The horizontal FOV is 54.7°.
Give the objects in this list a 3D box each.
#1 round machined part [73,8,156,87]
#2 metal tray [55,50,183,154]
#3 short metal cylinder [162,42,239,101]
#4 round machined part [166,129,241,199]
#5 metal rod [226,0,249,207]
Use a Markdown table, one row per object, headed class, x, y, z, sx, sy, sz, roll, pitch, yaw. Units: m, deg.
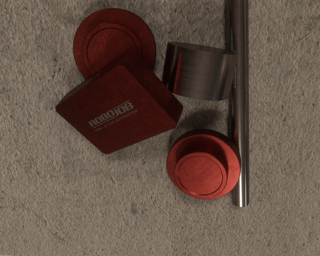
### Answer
| class | x | y | z | sx | sy | sz | roll | pitch | yaw |
| --- | --- | --- | --- | --- | --- | --- | --- | --- | --- |
| round machined part | -0.054 | -0.090 | 0.367 | 0.099 | 0.042 | 0.097 | 0 | 110 | -1 |
| metal tray | -0.050 | -0.022 | 0.359 | 0.130 | 0.030 | 0.090 | -23 | 121 | 40 |
| short metal cylinder | 0.045 | -0.067 | 0.356 | 0.081 | 0.080 | 0.050 | 8 | 110 | -3 |
| round machined part | 0.056 | 0.054 | 0.408 | 0.098 | 0.042 | 0.097 | 6 | 112 | 14 |
| metal rod | 0.102 | -0.031 | 0.399 | 0.025 | 0.025 | 0.298 | -6 | 110 | 2 |
